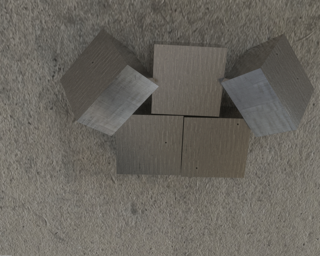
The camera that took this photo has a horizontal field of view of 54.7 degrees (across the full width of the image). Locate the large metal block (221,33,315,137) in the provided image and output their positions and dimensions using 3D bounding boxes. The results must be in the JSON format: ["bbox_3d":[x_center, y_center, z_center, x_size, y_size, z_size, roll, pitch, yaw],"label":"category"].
[{"bbox_3d":[0.128,-0.048,0.359,0.050,0.080,0.080,-17,116,49],"label":"large metal block"}]

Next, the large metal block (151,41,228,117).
[{"bbox_3d":[0.032,-0.061,0.376,0.081,0.050,0.079,3,110,-2],"label":"large metal block"}]

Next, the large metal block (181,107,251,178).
[{"bbox_3d":[0.068,0.017,0.403,0.081,0.050,0.079,1,110,-1],"label":"large metal block"}]

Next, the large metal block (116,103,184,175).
[{"bbox_3d":[-0.014,0.013,0.402,0.081,0.050,0.079,1,110,-1],"label":"large metal block"}]

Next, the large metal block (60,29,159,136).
[{"bbox_3d":[-0.061,-0.052,0.354,0.080,0.080,0.050,-45,139,14],"label":"large metal block"}]
